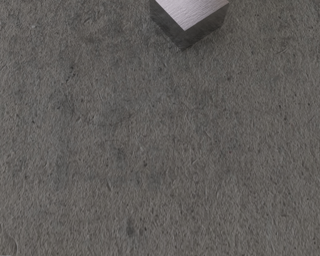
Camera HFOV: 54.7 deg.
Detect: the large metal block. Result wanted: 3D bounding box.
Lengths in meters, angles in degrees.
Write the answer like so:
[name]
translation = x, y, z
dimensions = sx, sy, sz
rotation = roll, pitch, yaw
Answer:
[large metal block]
translation = 0.041, -0.175, 0.459
dimensions = 0.080, 0.050, 0.080
rotation = -36, 74, -12
